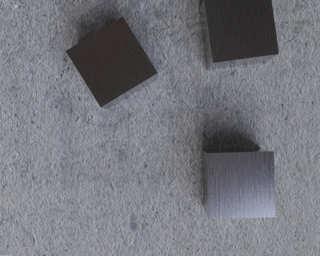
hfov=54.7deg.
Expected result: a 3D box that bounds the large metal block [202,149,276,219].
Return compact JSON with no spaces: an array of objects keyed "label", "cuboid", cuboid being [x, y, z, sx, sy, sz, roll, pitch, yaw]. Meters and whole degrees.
[{"label":"large metal block","cuboid":[0.098,0.069,0.398,0.081,0.050,0.080,-2,90,0]}]

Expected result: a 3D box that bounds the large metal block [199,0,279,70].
[{"label":"large metal block","cuboid":[0.098,-0.123,0.398,0.080,0.050,0.080,-8,90,0]}]

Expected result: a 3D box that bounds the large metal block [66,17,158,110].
[{"label":"large metal block","cuboid":[-0.058,-0.079,0.397,0.080,0.050,0.080,-31,90,0]}]
